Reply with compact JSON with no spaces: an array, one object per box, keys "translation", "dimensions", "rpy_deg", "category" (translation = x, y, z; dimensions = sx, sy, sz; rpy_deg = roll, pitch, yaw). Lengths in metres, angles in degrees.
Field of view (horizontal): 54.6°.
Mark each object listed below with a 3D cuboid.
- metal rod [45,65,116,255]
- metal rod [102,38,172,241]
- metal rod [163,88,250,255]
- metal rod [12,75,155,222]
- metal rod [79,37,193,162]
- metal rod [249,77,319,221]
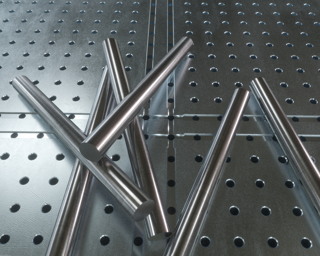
[{"translation":[-0.087,0.024,0.387],"dimensions":[0.025,0.025,0.300],"rpy_deg":[4,50,3],"category":"metal rod"},{"translation":[-0.038,-0.009,0.397],"dimensions":[0.025,0.025,0.299],"rpy_deg":[-12,57,-10],"category":"metal rod"},{"translation":[0.056,0.057,0.360],"dimensions":[0.025,0.025,0.301],"rpy_deg":[19,52,15],"category":"metal rod"},{"translation":[-0.111,0.005,0.375],"dimensions":[0.025,0.025,0.300],"rpy_deg":[-33,49,-25],"category":"metal rod"},{"translation":[-0.012,-0.060,0.420],"dimensions":[0.025,0.025,0.301],"rpy_deg":[18,41,15],"category":"metal rod"},{"translation":[0.171,0.047,0.369],"dimensions":[0.025,0.025,0.300],"rpy_deg":[-7,50,-6],"category":"metal rod"}]
